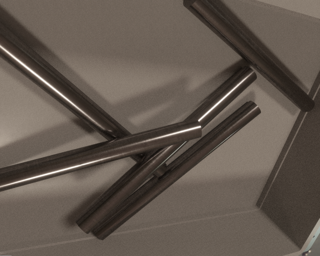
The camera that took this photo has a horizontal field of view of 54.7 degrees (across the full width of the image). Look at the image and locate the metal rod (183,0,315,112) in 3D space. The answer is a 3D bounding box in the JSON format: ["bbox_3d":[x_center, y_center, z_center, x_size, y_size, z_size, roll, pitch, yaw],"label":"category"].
[{"bbox_3d":[0.142,-0.091,0.431,0.301,0.025,0.025,26,104,-38],"label":"metal rod"}]

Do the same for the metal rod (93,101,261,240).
[{"bbox_3d":[0.027,0.061,0.463,0.301,0.025,0.025,-38,130,-3],"label":"metal rod"}]

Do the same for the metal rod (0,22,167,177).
[{"bbox_3d":[-0.084,-0.021,0.350,0.025,0.025,0.300,-44,130,2],"label":"metal rod"}]

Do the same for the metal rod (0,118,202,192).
[{"bbox_3d":[-0.096,0.037,0.355,0.302,0.025,0.025,-14,125,-12],"label":"metal rod"}]

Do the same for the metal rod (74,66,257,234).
[{"bbox_3d":[0.015,0.021,0.405,0.301,0.025,0.025,-42,130,-11],"label":"metal rod"}]
